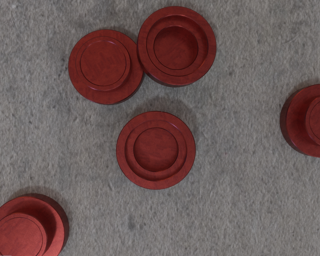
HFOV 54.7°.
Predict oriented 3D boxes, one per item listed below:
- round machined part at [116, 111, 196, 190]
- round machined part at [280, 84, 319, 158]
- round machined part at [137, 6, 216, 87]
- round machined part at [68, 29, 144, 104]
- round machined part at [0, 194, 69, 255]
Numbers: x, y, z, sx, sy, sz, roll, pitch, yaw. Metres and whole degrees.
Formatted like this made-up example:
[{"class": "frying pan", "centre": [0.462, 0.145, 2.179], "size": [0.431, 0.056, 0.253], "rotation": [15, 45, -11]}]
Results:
[{"class": "round machined part", "centre": [-0.005, 0.027, 0.401], "size": [0.099, 0.042, 0.097], "rotation": [0, 90, -1]}, {"class": "round machined part", "centre": [0.214, -0.009, 0.404], "size": [0.099, 0.042, 0.097], "rotation": [0, 90, -1]}, {"class": "round machined part", "centre": [0.019, -0.100, 0.398], "size": [0.099, 0.042, 0.097], "rotation": [0, 89, -8]}, {"class": "round machined part", "centre": [-0.070, -0.080, 0.401], "size": [0.099, 0.042, 0.097], "rotation": [0, 90, -1]}, {"class": "round machined part", "centre": [-0.172, 0.137, 0.399], "size": [0.099, 0.042, 0.097], "rotation": [0, 90, -1]}]
